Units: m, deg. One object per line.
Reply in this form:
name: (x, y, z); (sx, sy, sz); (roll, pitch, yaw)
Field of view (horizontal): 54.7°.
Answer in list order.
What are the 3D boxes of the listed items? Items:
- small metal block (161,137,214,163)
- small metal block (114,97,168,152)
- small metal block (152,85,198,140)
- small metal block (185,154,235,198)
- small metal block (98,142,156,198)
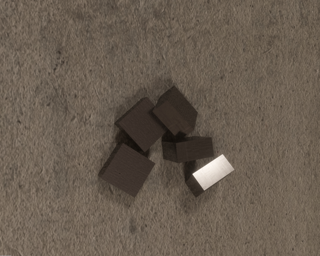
small metal block: (0.035, 0.027, 0.410); (0.050, 0.050, 0.025); (-8, 93, -20)
small metal block: (-0.022, -0.004, 0.402); (0.050, 0.025, 0.050); (-44, 104, -15)
small metal block: (0.021, -0.021, 0.403); (0.025, 0.050, 0.050); (-35, 106, 27)
small metal block: (0.066, 0.066, 0.419); (0.050, 0.050, 0.025); (-30, 73, -18)
small metal block: (-0.043, 0.053, 0.394); (0.050, 0.025, 0.050); (35, 79, -17)
